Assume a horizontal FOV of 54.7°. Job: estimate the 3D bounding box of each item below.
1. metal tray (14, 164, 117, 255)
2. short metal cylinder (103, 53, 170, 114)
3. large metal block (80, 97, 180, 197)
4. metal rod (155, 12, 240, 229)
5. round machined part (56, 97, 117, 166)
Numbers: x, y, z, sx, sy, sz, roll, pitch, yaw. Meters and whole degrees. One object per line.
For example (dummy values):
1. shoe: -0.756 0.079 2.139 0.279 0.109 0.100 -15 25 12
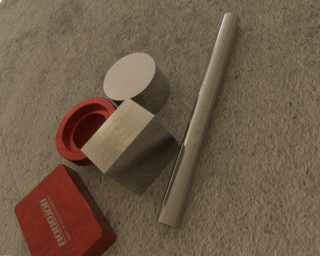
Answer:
1. metal tray: -0.124 0.119 0.391 0.090 0.030 0.130 -44 51 -3
2. short metal cylinder: -0.032 -0.059 0.440 0.080 0.050 0.080 -13 56 20
3. large metal block: -0.031 0.024 0.369 0.050 0.080 0.080 35 81 38
4. metal rod: 0.055 -0.026 0.389 0.025 0.025 0.300 7 65 31
5. round machined part: -0.093 0.009 0.435 0.098 0.042 0.098 -13 56 20
